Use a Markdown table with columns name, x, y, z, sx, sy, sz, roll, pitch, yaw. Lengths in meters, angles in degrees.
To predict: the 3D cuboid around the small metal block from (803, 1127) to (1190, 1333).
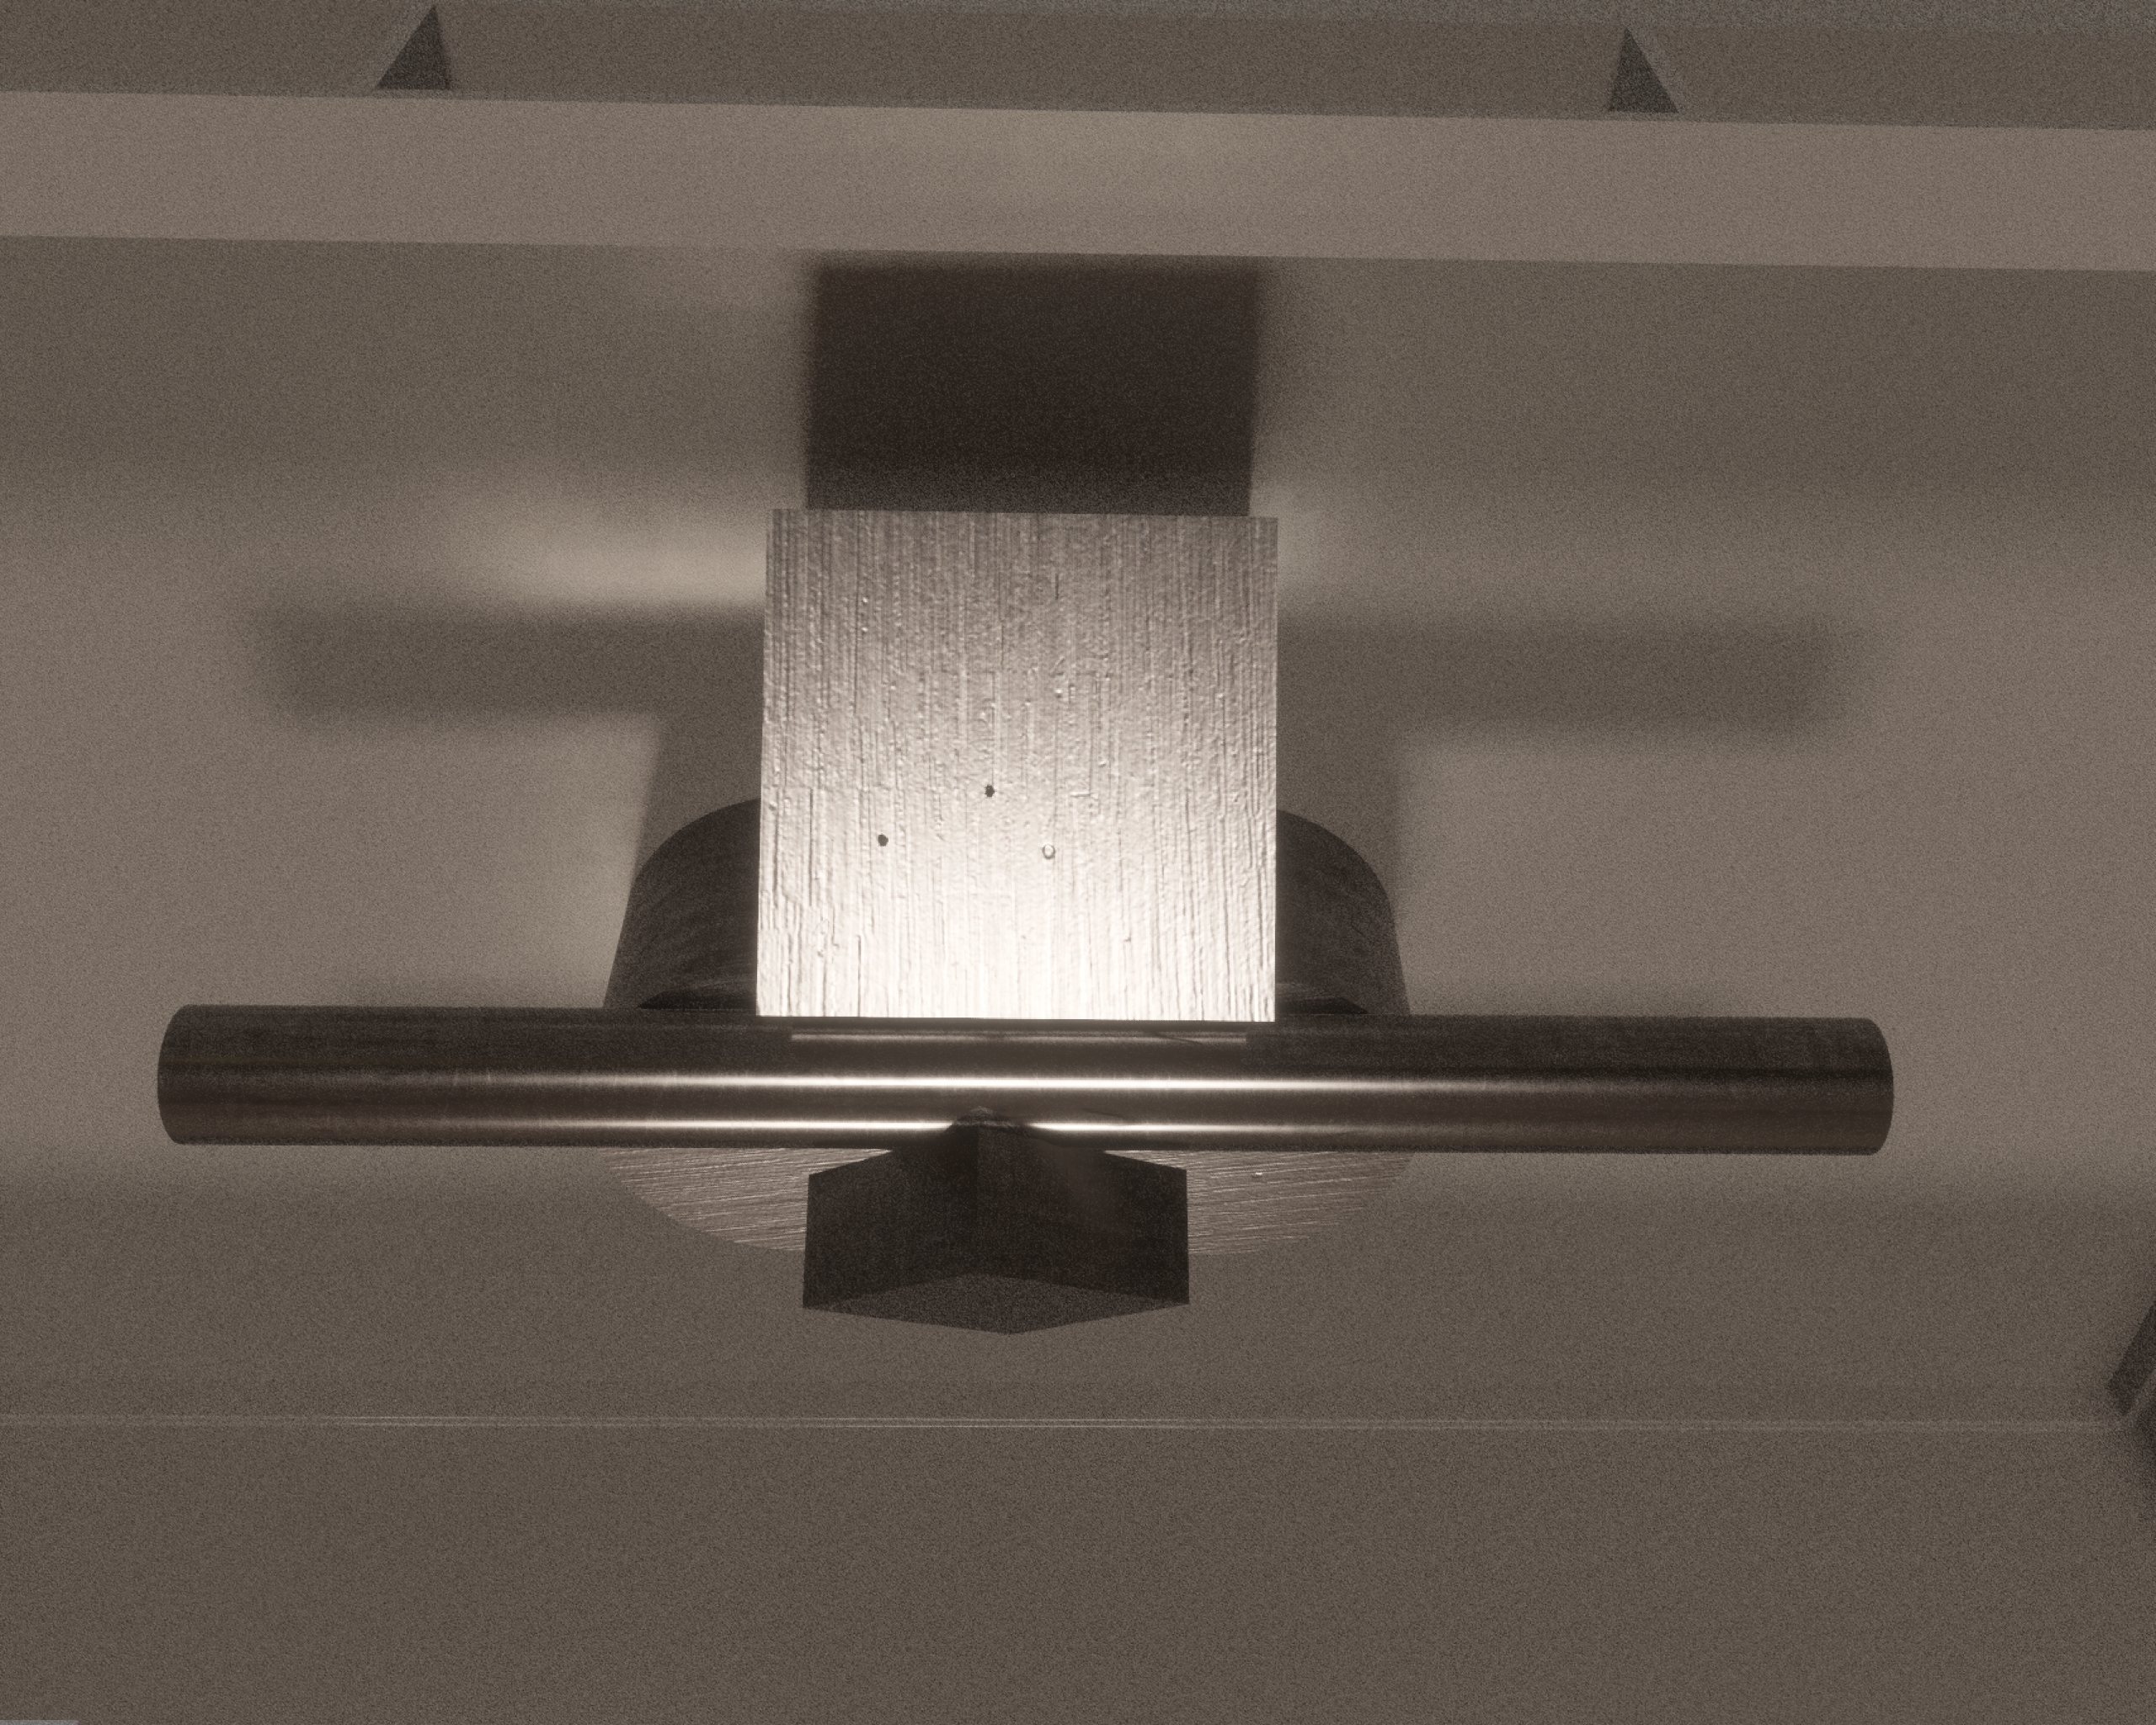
| name | x | y | z | sx | sy | sz | roll | pitch | yaw |
| --- | --- | --- | --- | --- | --- | --- | --- | --- | --- |
| small metal block | -0.015 | 0.070 | 0.387 | 0.050 | 0.025 | 0.050 | 18 | 152 | -39 |

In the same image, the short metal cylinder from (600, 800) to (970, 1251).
| name | x | y | z | sx | sy | sz | roll | pitch | yaw |
| --- | --- | --- | --- | --- | --- | --- | --- | --- | --- |
| short metal cylinder | -0.054 | 0.033 | 0.418 | 0.081 | 0.050 | 0.079 | 0 | 130 | 0 |

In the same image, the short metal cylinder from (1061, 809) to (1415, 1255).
| name | x | y | z | sx | sy | sz | roll | pitch | yaw |
| --- | --- | --- | --- | --- | --- | --- | --- | --- | --- |
| short metal cylinder | 0.027 | 0.034 | 0.421 | 0.081 | 0.050 | 0.079 | 0 | 130 | 0 |

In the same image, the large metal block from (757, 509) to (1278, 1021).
| name | x | y | z | sx | sy | sz | roll | pitch | yaw |
| --- | --- | --- | --- | --- | --- | --- | --- | --- | --- |
| large metal block | -0.009 | -0.014 | 0.352 | 0.081 | 0.050 | 0.080 | 1 | 87 | -1 |

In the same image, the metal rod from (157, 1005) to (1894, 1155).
| name | x | y | z | sx | sy | sz | roll | pitch | yaw |
| --- | --- | --- | --- | --- | --- | --- | --- | --- | --- |
| metal rod | -0.008 | 0.039 | 0.375 | 0.302 | 0.025 | 0.025 | 1 | 130 | -1 |
